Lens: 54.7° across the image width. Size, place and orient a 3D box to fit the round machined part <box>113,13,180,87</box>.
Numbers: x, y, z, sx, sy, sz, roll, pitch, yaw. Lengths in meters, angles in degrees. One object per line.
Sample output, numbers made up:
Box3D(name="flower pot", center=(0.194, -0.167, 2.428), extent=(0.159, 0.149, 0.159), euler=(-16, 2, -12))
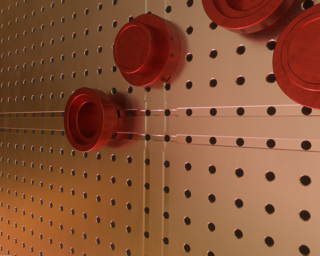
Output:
Box3D(name="round machined part", center=(-0.025, -0.105, 0.417), extent=(0.098, 0.042, 0.097), euler=(0, 90, 39))

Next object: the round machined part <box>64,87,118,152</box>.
Box3D(name="round machined part", center=(-0.103, -0.013, 0.481), extent=(0.098, 0.042, 0.097), euler=(0, 90, 39))

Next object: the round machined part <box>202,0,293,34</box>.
Box3D(name="round machined part", center=(0.095, -0.146, 0.319), extent=(0.098, 0.042, 0.097), euler=(0, 90, 39))

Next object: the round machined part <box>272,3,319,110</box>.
Box3D(name="round machined part", center=(0.149, -0.065, 0.275), extent=(0.098, 0.042, 0.097), euler=(0, 90, 39))
